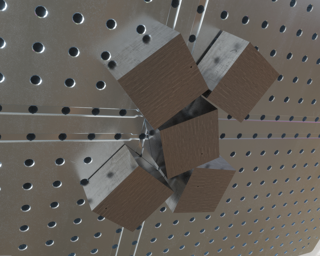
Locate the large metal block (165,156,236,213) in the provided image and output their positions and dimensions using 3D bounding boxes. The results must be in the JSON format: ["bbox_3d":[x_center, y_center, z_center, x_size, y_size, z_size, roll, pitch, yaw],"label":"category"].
[{"bbox_3d":[0.056,0.081,0.475,0.081,0.050,0.080,9,114,-33],"label":"large metal block"}]

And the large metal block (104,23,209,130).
[{"bbox_3d":[-0.003,-0.059,0.356,0.080,0.050,0.080,-38,129,-2],"label":"large metal block"}]

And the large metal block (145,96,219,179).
[{"bbox_3d":[0.031,0.010,0.416,0.081,0.050,0.080,-21,127,-16],"label":"large metal block"}]

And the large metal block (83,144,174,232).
[{"bbox_3d":[-0.042,0.083,0.420,0.080,0.050,0.080,-44,129,2],"label":"large metal block"}]

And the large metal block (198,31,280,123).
[{"bbox_3d":[0.095,-0.065,0.404,0.080,0.050,0.080,28,103,-40],"label":"large metal block"}]
